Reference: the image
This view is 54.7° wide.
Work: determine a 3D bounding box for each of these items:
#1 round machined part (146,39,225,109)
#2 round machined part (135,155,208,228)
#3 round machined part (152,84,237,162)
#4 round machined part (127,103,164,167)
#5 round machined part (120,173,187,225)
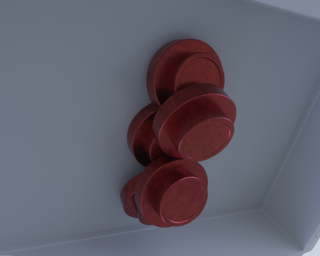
[{"bbox_3d":[0.037,-0.056,0.367,0.099,0.042,0.097,-7,106,-27],"label":"round machined part"},{"bbox_3d":[0.021,0.084,0.393,0.099,0.042,0.097,-10,112,-26],"label":"round machined part"},{"bbox_3d":[0.044,0.001,0.354,0.099,0.042,0.097,-15,137,-15],"label":"round machined part"},{"bbox_3d":[0.010,0.015,0.410,0.099,0.042,0.097,-14,123,-21],"label":"round machined part"},{"bbox_3d":[-0.003,0.101,0.439,0.099,0.042,0.097,-15,139,-13],"label":"round machined part"}]
